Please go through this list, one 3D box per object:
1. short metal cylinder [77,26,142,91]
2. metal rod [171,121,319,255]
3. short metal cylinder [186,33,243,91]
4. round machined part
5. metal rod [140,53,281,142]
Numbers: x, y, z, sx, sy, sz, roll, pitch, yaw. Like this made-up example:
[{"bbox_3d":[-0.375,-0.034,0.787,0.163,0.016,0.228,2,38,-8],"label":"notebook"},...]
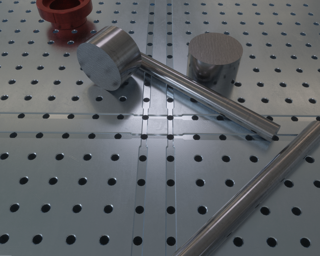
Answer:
[{"bbox_3d":[-0.074,-0.102,0.457,0.080,0.080,0.050,26,55,20],"label":"short metal cylinder"},{"bbox_3d":[0.097,0.078,0.342,0.302,0.025,0.025,-35,58,-26],"label":"metal rod"},{"bbox_3d":[0.083,-0.103,0.478,0.080,0.050,0.080,0,50,0],"label":"short metal cylinder"},{"bbox_3d":[-0.176,-0.222,0.582,0.099,0.042,0.098,0,50,0],"label":"round machined part"},{"bbox_3d":[0.035,-0.066,0.463,0.300,0.025,0.025,33,57,24],"label":"metal rod"}]
